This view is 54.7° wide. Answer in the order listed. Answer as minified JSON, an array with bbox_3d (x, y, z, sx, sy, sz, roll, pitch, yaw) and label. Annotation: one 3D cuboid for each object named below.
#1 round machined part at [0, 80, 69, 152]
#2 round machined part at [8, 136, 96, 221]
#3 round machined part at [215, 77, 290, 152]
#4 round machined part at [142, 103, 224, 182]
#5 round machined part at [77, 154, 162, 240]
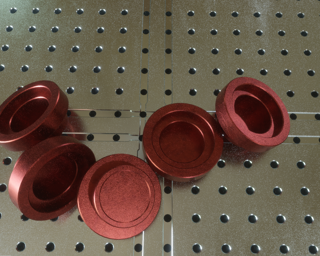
[{"bbox_3d":[-0.158,-0.011,0.391,0.098,0.042,0.098,-13,49,16],"label":"round machined part"},{"bbox_3d":[-0.126,0.053,0.357,0.042,0.098,0.098,28,71,33],"label":"round machined part"},{"bbox_3d":[0.113,-0.014,0.397,0.099,0.042,0.098,12,60,-20],"label":"round machined part"},{"bbox_3d":[0.027,0.021,0.392,0.099,0.042,0.098,2,66,-5],"label":"round machined part"},{"bbox_3d":[-0.044,0.078,0.357,0.099,0.042,0.098,4,78,-19],"label":"round machined part"}]
